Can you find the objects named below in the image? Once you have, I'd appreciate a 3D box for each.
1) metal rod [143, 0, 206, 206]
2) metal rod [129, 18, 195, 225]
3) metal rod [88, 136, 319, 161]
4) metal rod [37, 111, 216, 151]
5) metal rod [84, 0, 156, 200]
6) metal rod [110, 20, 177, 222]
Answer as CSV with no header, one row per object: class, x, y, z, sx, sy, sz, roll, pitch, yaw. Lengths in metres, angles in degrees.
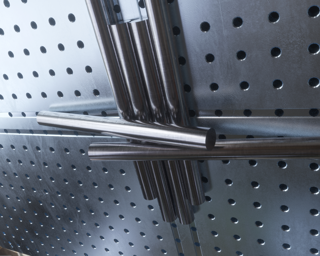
metal rod,0.021,-0.028,0.382,0.025,0.025,0.298,1,119,28
metal rod,0.009,0.009,0.414,0.025,0.025,0.298,1,119,28
metal rod,0.050,0.027,0.375,0.301,0.025,0.025,-2,118,19
metal rod,-0.067,-0.002,0.416,0.300,0.025,0.025,7,122,35
metal rod,-0.045,-0.027,0.418,0.025,0.025,0.298,1,119,28
metal rod,-0.015,0.009,0.424,0.025,0.025,0.298,1,119,28
